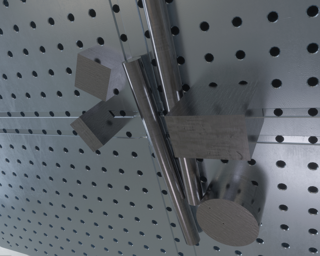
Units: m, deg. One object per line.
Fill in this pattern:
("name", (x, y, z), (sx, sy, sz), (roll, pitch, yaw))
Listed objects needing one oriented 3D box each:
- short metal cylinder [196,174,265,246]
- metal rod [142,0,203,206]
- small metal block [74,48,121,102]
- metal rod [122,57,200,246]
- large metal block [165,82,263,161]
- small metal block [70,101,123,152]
("short metal cylinder", (0.095, 0.109, 0.413), (0.080, 0.050, 0.079), (13, 124, 21))
("metal rod", (0.020, -0.027, 0.383), (0.025, 0.025, 0.298), (1, 119, 28))
("small metal block", (-0.083, -0.071, 0.411), (0.050, 0.025, 0.050), (26, 128, 11))
("metal rod", (0.009, 0.047, 0.435), (0.025, 0.025, 0.298), (-4, 117, 30))
("large metal block", (0.063, -0.009, 0.337), (0.080, 0.080, 0.050), (0, 118, 28))
("small metal block", (-0.089, -0.002, 0.441), (0.025, 0.050, 0.050), (-32, 101, 38))
